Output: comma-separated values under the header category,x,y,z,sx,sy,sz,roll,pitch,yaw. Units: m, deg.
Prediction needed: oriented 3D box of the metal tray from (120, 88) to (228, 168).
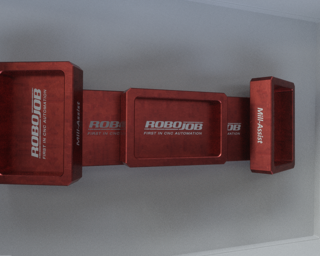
category,x,y,z,sx,sy,sz,roll,pitch,yaw
metal tray,0.019,0.000,0.381,0.131,0.030,0.089,1,89,-20

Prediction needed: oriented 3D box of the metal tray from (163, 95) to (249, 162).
category,x,y,z,sx,sy,sz,roll,pitch,yaw
metal tray,0.071,0.001,0.433,0.131,0.030,0.089,0,90,-20

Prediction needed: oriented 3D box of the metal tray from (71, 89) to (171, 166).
category,x,y,z,sx,sy,sz,roll,pitch,yaw
metal tray,-0.052,0.000,0.388,0.131,0.030,0.089,0,90,-20

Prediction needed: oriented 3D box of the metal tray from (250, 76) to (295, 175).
category,x,y,z,sx,sy,sz,roll,pitch,yaw
metal tray,0.164,-0.004,0.446,0.091,0.030,0.129,0,90,-48

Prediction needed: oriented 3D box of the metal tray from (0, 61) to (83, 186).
category,x,y,z,sx,sy,sz,roll,pitch,yaw
metal tray,-0.133,-0.005,0.338,0.090,0.030,0.129,1,90,5
